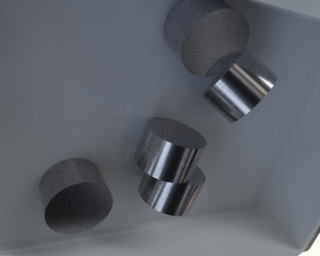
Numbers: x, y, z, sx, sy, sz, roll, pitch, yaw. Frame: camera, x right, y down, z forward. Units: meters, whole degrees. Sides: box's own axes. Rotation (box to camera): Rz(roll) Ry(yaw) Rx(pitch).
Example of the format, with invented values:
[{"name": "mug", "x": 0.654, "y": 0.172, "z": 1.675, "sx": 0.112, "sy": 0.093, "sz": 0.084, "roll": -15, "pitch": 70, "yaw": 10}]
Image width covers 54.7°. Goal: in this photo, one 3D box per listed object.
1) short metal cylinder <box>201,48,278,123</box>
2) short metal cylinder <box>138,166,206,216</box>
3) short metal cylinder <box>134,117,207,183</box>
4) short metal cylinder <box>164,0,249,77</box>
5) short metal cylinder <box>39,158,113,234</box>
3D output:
[{"name": "short metal cylinder", "x": 0.097, "y": -0.053, "z": 0.387, "sx": 0.050, "sy": 0.080, "sz": 0.080, "roll": 42, "pitch": 95, "yaw": -2}, {"name": "short metal cylinder", "x": 0.016, "y": 0.076, "z": 0.431, "sx": 0.081, "sy": 0.080, "sz": 0.050, "roll": 10, "pitch": 113, "yaw": -33}, {"name": "short metal cylinder", "x": 0.013, "y": 0.027, "z": 0.398, "sx": 0.081, "sy": 0.080, "sz": 0.050, "roll": 7, "pitch": 115, "yaw": -32}, {"name": "short metal cylinder", "x": 0.051, "y": -0.105, "z": 0.346, "sx": 0.081, "sy": 0.050, "sz": 0.080, "roll": -16, "pitch": 138, "yaw": -15}, {"name": "short metal cylinder", "x": -0.106, "y": 0.085, "z": 0.388, "sx": 0.081, "sy": 0.050, "sz": 0.079, "roll": -14, "pitch": 125, "yaw": -21}]
